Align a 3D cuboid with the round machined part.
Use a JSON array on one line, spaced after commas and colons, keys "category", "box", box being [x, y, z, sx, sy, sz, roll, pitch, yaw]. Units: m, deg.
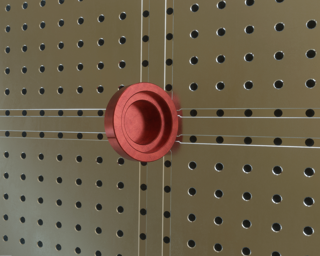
[{"category": "round machined part", "box": [-0.027, -0.007, 0.392, 0.042, 0.099, 0.097, -3, 89, 51]}]
